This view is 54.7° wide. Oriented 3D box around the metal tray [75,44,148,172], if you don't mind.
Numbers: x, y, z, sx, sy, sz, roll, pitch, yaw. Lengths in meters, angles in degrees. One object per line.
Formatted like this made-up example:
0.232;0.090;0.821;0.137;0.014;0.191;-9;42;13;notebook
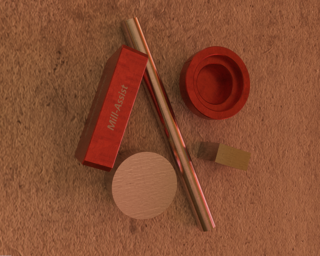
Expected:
-0.059;-0.021;0.355;0.030;0.090;0.129;20;83;-19;metal tray

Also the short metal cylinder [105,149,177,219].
-0.025;0.068;0.388;0.081;0.050;0.079;0;90;-21;short metal cylinder

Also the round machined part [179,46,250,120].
0.071;-0.060;0.429;0.099;0.042;0.097;0;90;-21;round machined part

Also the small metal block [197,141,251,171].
0.087;0.038;0.428;0.050;0.050;0.025;18;84;-20;small metal block

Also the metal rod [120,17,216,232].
0.014;0.001;0.417;0.025;0.025;0.298;-24;98;-19;metal rod
